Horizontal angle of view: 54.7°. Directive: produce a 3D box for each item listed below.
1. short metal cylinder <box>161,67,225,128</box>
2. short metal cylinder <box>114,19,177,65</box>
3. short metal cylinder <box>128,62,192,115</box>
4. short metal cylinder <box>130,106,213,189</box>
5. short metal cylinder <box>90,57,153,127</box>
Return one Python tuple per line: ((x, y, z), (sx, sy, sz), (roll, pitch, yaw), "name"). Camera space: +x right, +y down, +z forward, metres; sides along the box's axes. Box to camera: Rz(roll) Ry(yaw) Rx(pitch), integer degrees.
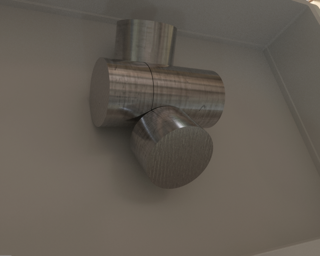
((0.042, -0.040, 0.415), (0.050, 0.080, 0.080), (1, 61, -27), "short metal cylinder")
((-0.020, -0.111, 0.416), (0.081, 0.080, 0.050), (2, 99, -27), "short metal cylinder")
((-0.003, -0.040, 0.391), (0.050, 0.080, 0.080), (1, 61, -27), "short metal cylinder")
((0.012, 0.022, 0.352), (0.081, 0.079, 0.050), (0, 28, -28), "short metal cylinder")
((-0.048, -0.041, 0.367), (0.050, 0.080, 0.080), (1, 61, -27), "short metal cylinder")
